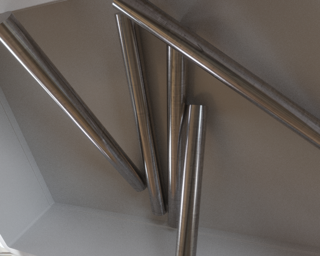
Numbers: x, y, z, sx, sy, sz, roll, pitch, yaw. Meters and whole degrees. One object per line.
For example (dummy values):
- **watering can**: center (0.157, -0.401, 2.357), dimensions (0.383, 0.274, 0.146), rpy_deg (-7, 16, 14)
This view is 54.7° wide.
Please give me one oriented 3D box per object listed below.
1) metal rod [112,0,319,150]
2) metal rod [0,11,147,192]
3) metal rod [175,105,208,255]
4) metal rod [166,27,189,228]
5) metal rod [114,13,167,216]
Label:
- **metal rod**: center (0.085, -0.047, 0.314), dimensions (0.301, 0.025, 0.025), rpy_deg (34, 129, -3)
- **metal rod**: center (-0.086, -0.004, 0.378), dimensions (0.025, 0.025, 0.299), rpy_deg (0, 142, 28)
- **metal rod**: center (0.034, 0.122, 0.374), dimensions (0.025, 0.025, 0.298), rpy_deg (5, 91, 26)
- **metal rod**: center (0.022, 0.021, 0.409), dimensions (0.025, 0.025, 0.298), rpy_deg (12, 124, 21)
- **metal rod**: center (-0.020, 0.000, 0.418), dimensions (0.025, 0.025, 0.298), rpy_deg (6, 121, 25)
